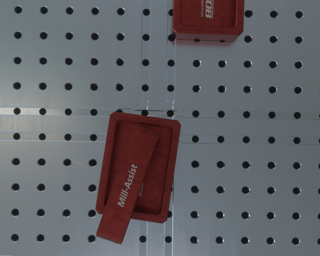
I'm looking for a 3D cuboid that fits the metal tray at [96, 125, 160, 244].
[{"bbox_3d":[-0.035,0.062,0.380,0.030,0.090,0.129,19,90,0],"label":"metal tray"}]

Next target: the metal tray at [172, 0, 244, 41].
[{"bbox_3d":[0.064,-0.185,0.411,0.090,0.030,0.129,2,90,0],"label":"metal tray"}]

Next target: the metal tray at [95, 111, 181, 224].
[{"bbox_3d":[-0.027,0.049,0.401,0.090,0.030,0.129,8,88,1],"label":"metal tray"}]
